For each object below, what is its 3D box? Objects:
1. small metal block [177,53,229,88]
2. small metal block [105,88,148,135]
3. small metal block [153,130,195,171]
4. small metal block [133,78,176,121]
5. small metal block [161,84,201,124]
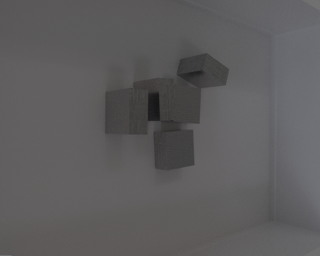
[{"bbox_3d":[0.061,-0.080,0.441,0.050,0.050,0.025,23,75,-38],"label":"small metal block"},{"bbox_3d":[-0.039,-0.018,0.357,0.025,0.050,0.050,1,89,-40],"label":"small metal block"},{"bbox_3d":[0.020,0.028,0.423,0.050,0.025,0.050,-5,93,-40],"label":"small metal block"},{"bbox_3d":[-0.007,-0.034,0.384,0.025,0.050,0.050,-4,93,-40],"label":"small metal block"},{"bbox_3d":[0.030,-0.032,0.431,0.050,0.025,0.050,4,87,-40],"label":"small metal block"}]
